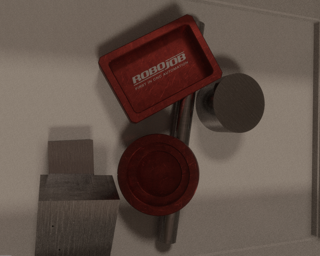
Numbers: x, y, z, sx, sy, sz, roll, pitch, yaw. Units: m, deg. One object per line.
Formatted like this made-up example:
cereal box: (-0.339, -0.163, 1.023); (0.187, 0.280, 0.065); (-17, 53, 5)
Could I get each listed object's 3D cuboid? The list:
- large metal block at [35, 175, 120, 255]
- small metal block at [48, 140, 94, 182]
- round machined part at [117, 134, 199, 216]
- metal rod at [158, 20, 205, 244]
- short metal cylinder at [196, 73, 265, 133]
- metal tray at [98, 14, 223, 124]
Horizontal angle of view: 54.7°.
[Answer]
large metal block: (-0.095, 0.100, 0.349); (0.081, 0.050, 0.079); (4, 111, -21)
small metal block: (-0.107, 0.040, 0.372); (0.050, 0.025, 0.050); (-2, 91, -20)
round machined part: (0.000, 0.057, 0.388); (0.098, 0.042, 0.097); (-1, 86, 9)
metal rod: (0.029, 0.003, 0.422); (0.025, 0.025, 0.298); (9, 87, -20)
short metal cylinder: (0.098, -0.033, 0.435); (0.081, 0.050, 0.079); (0, 90, -21)
metal tray: (0.001, -0.073, 0.391); (0.131, 0.030, 0.090); (-29, 93, -8)
